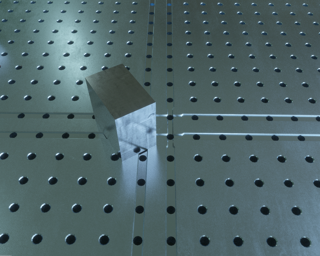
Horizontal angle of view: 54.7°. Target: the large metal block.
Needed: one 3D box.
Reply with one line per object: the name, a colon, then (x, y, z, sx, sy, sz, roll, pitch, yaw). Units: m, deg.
large metal block: (-0.047, -0.019, 0.388, 0.050, 0.080, 0.080, -25, 55, -20)
